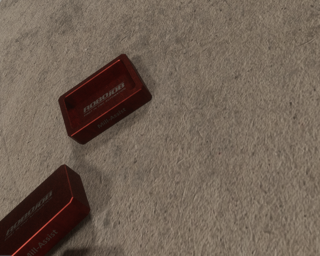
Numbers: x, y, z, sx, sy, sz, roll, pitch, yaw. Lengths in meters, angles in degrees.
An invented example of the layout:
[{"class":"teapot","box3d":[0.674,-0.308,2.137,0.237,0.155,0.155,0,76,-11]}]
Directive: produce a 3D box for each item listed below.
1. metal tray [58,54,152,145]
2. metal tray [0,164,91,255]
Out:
[{"class":"metal tray","box3d":[-0.087,-0.045,0.471,0.130,0.030,0.090,-33,52,6]},{"class":"metal tray","box3d":[-0.153,0.116,0.389,0.130,0.030,0.090,-43,32,-2]}]
